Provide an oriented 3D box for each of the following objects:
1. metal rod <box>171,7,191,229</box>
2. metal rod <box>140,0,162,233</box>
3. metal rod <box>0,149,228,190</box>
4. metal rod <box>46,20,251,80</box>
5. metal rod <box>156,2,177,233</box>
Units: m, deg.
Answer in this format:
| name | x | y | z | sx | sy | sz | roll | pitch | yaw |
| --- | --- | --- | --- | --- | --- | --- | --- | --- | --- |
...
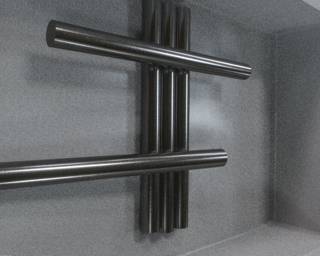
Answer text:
| name | x | y | z | sx | sy | sz | roll | pitch | yaw |
| --- | --- | --- | --- | --- | --- | --- | --- | --- | --- |
| metal rod | 0.028 | -0.014 | 0.427 | 0.025 | 0.025 | 0.298 | 1 | 89 | -40 |
| metal rod | -0.011 | -0.019 | 0.396 | 0.025 | 0.025 | 0.298 | 1 | 90 | -40 |
| metal rod | -0.043 | 0.042 | 0.346 | 0.303 | 0.025 | 0.025 | -1 | 91 | -33 |
| metal rod | 0.015 | -0.087 | 0.384 | 0.302 | 0.025 | 0.025 | 0 | 90 | -40 |
| metal rod | 0.008 | -0.014 | 0.412 | 0.025 | 0.025 | 0.298 | 1 | 89 | -40 |
